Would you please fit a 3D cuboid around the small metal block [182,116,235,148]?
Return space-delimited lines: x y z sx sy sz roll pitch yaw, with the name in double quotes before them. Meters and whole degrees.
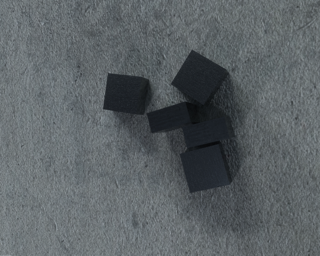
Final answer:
"small metal block" 0.060 0.005 0.374 0.050 0.050 0.025 -15 85 19

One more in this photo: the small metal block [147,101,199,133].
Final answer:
"small metal block" 0.018 -0.012 0.389 0.050 0.050 0.025 -16 85 19

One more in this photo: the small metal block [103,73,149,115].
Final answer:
"small metal block" -0.047 -0.046 0.425 0.050 0.025 0.050 9 93 19

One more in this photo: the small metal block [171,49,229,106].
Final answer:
"small metal block" 0.051 -0.063 0.391 0.050 0.025 0.050 35 101 16

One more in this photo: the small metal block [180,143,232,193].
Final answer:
"small metal block" 0.058 0.050 0.388 0.050 0.025 0.050 -16 85 19
